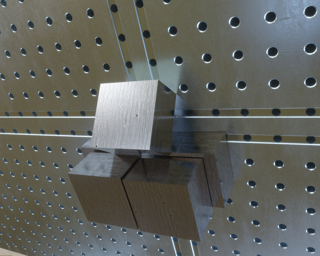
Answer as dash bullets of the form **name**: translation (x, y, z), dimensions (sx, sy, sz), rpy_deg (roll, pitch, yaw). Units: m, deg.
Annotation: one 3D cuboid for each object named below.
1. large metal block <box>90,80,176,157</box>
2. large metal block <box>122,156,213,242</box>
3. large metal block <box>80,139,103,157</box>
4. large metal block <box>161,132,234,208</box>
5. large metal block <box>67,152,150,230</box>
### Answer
- **large metal block**: translation (-0.031, -0.010, 0.377), dimensions (0.080, 0.050, 0.080), rpy_deg (0, 77, 27)
- **large metal block**: translation (0.012, 0.082, 0.371), dimensions (0.080, 0.050, 0.080), rpy_deg (0, 119, 28)
- **large metal block**: translation (-0.058, 0.051, 0.456), dimensions (0.080, 0.050, 0.079), rpy_deg (2, 119, 27)
- **large metal block**: translation (0.045, 0.052, 0.402), dimensions (0.080, 0.050, 0.080), rpy_deg (-1, 118, 28)
- **large metal block**: translation (-0.061, 0.080, 0.407), dimensions (0.080, 0.050, 0.080), rpy_deg (0, 119, 28)
